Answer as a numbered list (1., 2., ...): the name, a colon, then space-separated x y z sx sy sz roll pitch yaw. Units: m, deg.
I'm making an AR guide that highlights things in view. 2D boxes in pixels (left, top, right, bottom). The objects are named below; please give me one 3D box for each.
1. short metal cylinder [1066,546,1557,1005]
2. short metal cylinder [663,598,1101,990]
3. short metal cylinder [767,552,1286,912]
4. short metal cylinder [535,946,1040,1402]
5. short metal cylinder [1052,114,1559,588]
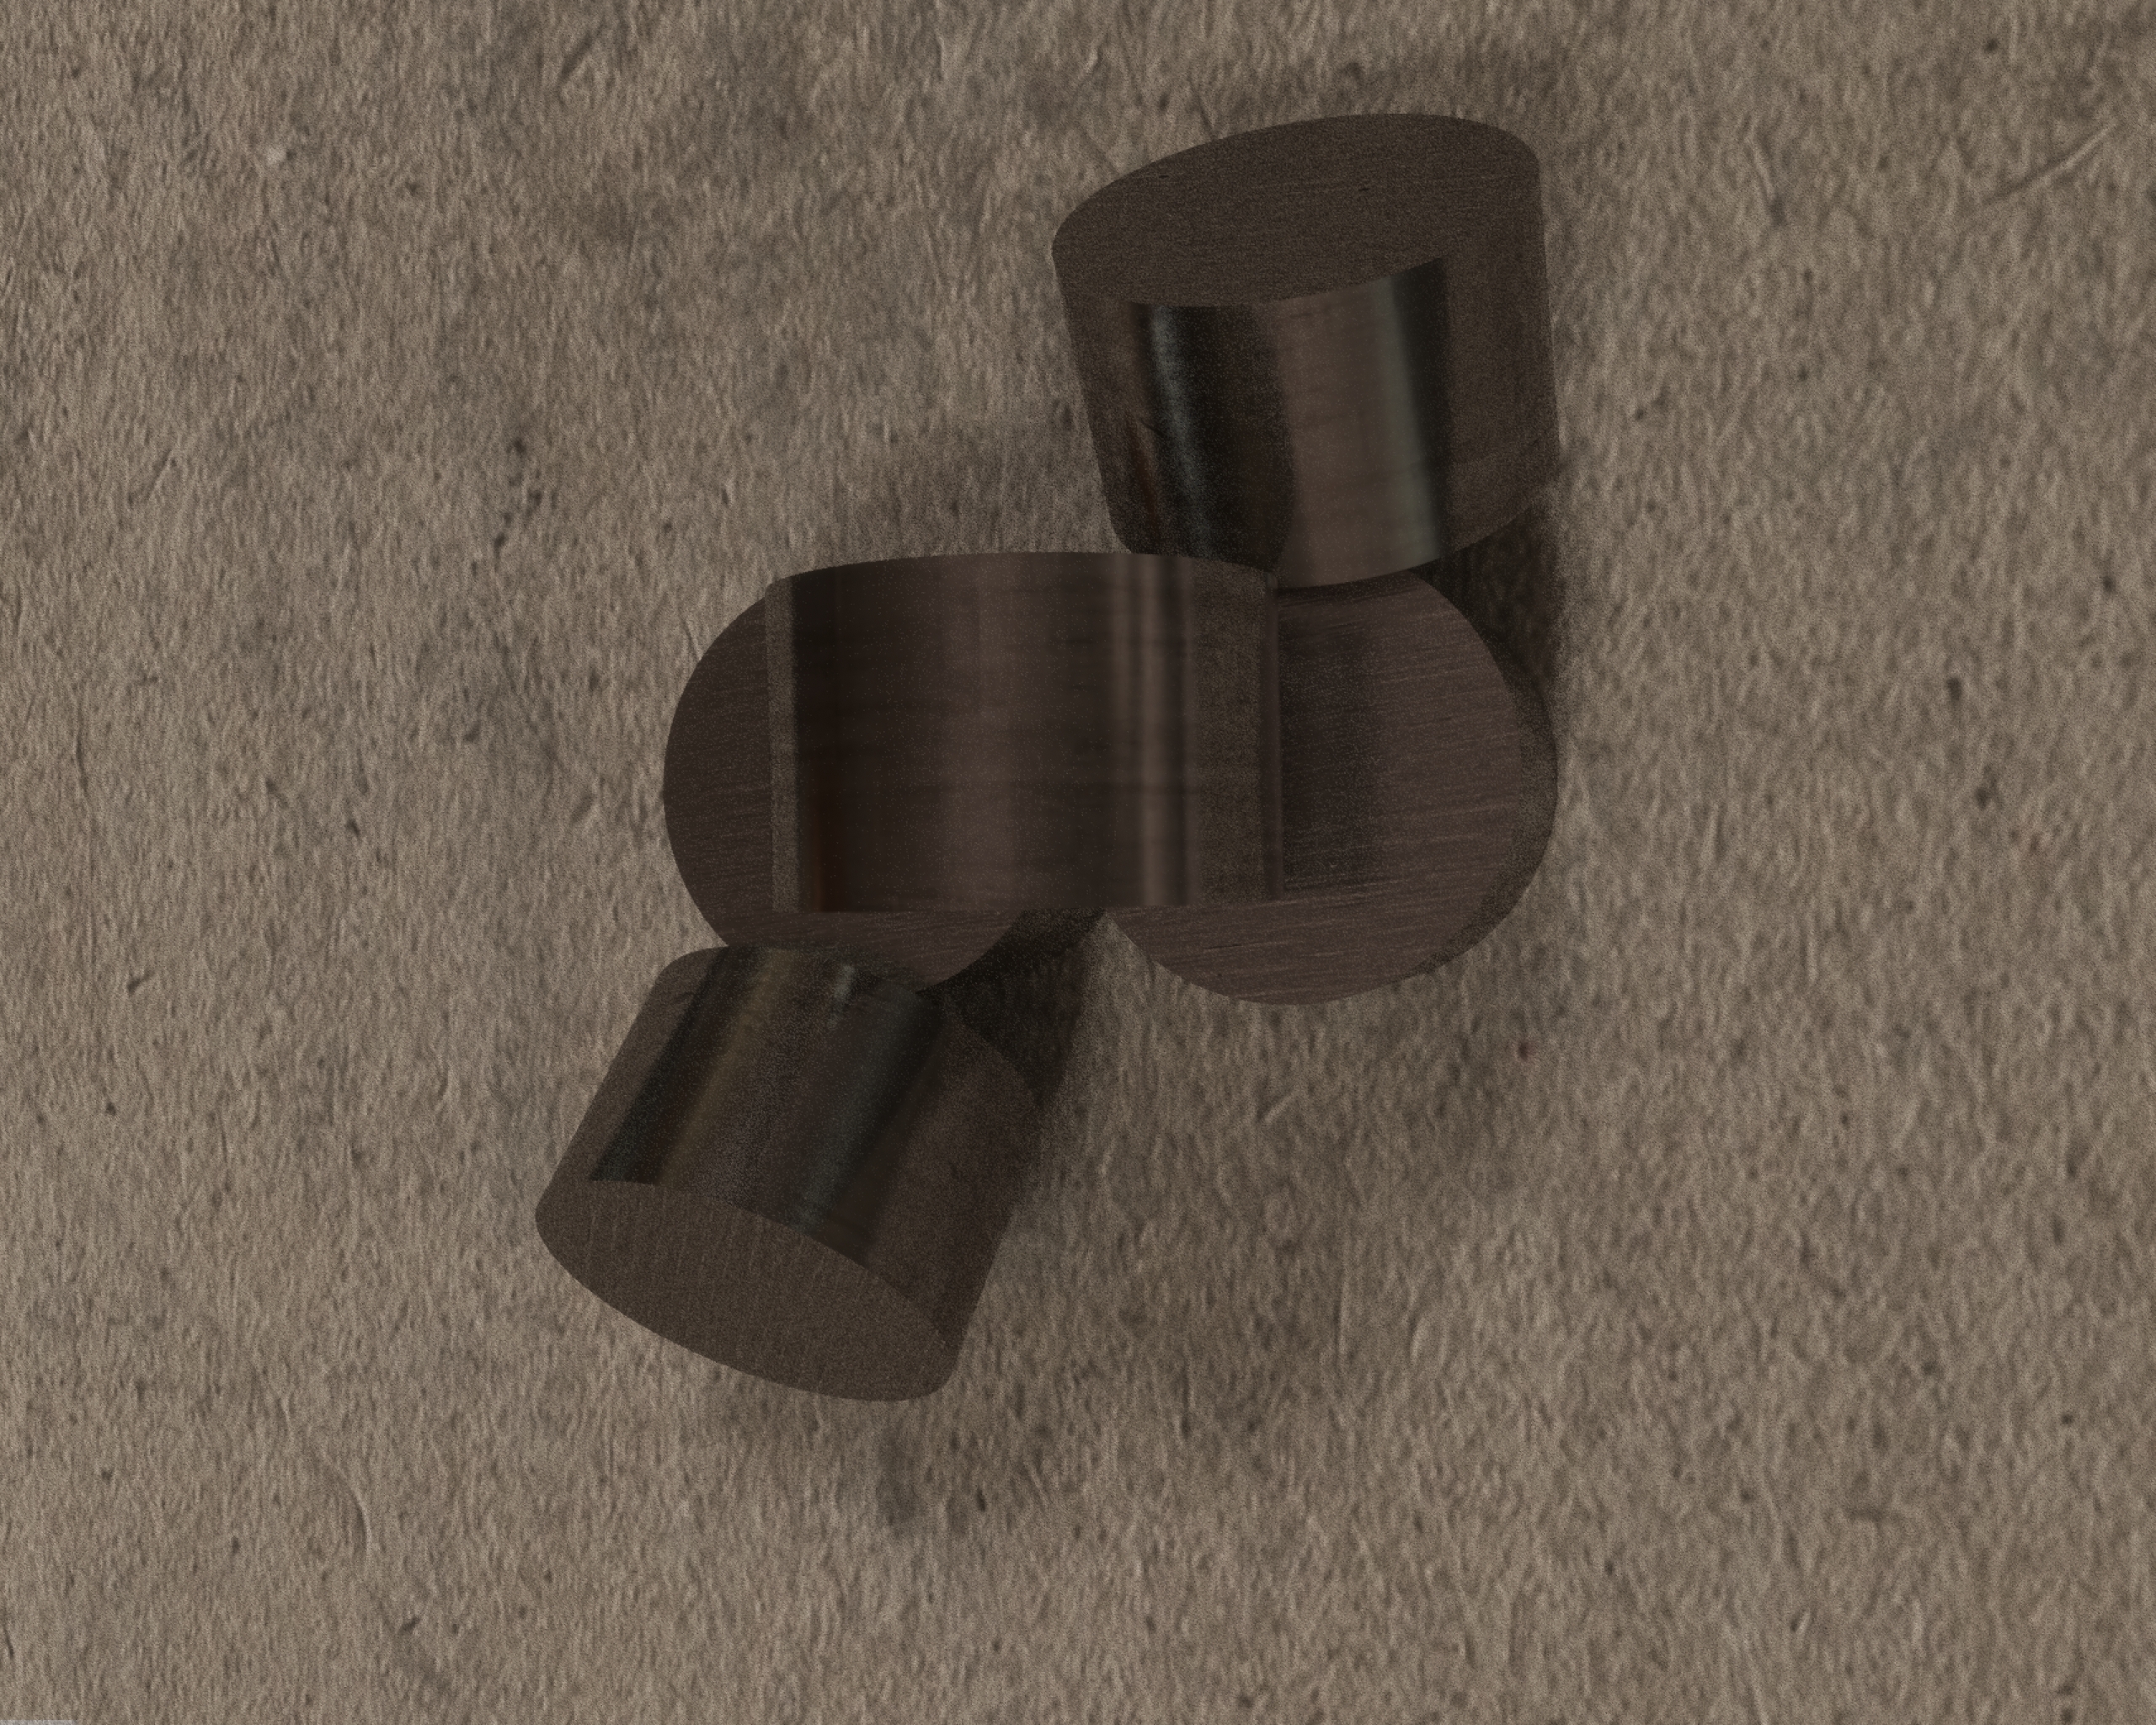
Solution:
1. short metal cylinder: 0.044 -0.015 0.380 0.080 0.050 0.079 0 90 19
2. short metal cylinder: -0.032 -0.015 0.407 0.080 0.050 0.079 0 90 19
3. short metal cylinder: -0.008 -0.018 0.330 0.080 0.080 0.050 -1 90 19
4. short metal cylinder: -0.053 0.060 0.391 0.080 0.080 0.050 8 54 19
5. short metal cylinder: 0.040 -0.089 0.359 0.080 0.080 0.050 1 129 19
